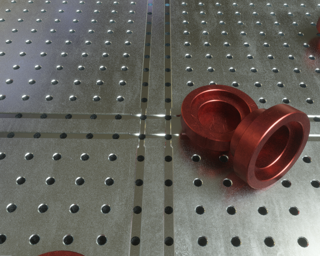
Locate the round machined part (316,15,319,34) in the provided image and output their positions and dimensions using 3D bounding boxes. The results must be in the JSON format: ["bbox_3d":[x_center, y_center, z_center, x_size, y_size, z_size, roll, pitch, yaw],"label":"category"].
[{"bbox_3d":[0.326,-0.170,0.544,0.099,0.042,0.098,0,50,0],"label":"round machined part"}]

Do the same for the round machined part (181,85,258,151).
[{"bbox_3d":[0.076,-0.009,0.405,0.099,0.042,0.098,0,50,0],"label":"round machined part"}]

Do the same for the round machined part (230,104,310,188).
[{"bbox_3d":[0.119,0.017,0.350,0.099,0.097,0.042,-27,41,-21],"label":"round machined part"}]

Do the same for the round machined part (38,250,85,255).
[{"bbox_3d":[-0.087,0.160,0.261,0.099,0.042,0.098,0,50,0],"label":"round machined part"}]
